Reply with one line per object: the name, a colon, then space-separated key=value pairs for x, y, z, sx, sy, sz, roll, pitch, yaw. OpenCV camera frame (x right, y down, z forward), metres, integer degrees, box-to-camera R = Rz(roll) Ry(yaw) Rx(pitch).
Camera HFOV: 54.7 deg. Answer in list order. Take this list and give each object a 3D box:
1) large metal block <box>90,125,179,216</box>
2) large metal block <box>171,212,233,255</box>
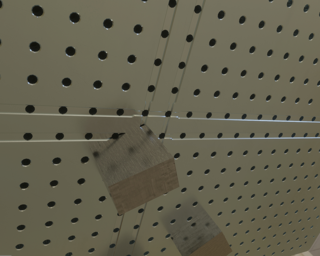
large metal block: x=-0.033 y=0.049 z=0.389 sx=0.081 sy=0.080 sz=0.050 roll=-23 pitch=127 yaw=-15
large metal block: x=0.078 y=0.216 z=0.574 sx=0.080 sy=0.050 sz=0.080 roll=-34 pitch=129 yaw=-6
